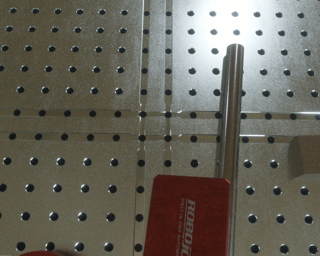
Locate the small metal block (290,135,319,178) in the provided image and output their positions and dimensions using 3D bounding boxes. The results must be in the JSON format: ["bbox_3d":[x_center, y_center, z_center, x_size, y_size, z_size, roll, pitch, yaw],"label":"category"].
[{"bbox_3d":[0.203,0.037,0.401,0.050,0.025,0.050,-1,70,-1],"label":"small metal block"}]

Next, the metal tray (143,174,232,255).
[{"bbox_3d":[0.032,0.122,0.351,0.090,0.030,0.130,1,69,19],"label":"metal tray"}]

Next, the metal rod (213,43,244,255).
[{"bbox_3d":[0.091,0.022,0.404,0.025,0.025,0.299,7,70,2],"label":"metal rod"}]

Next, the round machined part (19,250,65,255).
[{"bbox_3d":[-0.129,0.184,0.334,0.099,0.042,0.098,0,70,-1],"label":"round machined part"}]
